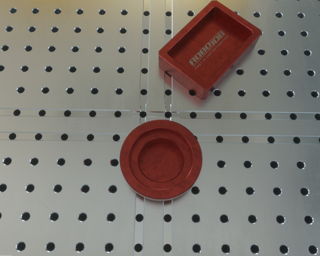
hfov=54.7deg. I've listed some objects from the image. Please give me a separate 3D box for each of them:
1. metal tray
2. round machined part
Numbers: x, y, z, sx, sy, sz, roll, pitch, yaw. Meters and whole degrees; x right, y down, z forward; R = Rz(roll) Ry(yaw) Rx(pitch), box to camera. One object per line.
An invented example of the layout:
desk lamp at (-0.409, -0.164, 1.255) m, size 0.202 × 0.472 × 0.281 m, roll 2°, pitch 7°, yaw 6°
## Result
metal tray at (0.072, -0.117, 0.452) m, size 0.090 × 0.030 × 0.130 m, roll 40°, pitch 74°, yaw 13°
round machined part at (0.001, 0.042, 0.387) m, size 0.099 × 0.042 × 0.098 m, roll 0°, pitch 70°, yaw -1°
